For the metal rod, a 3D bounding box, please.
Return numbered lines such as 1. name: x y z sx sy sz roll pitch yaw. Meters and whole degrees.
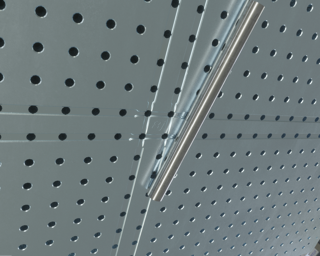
1. metal rod: 0.055 -0.025 0.424 0.025 0.025 0.298 14 111 -34
